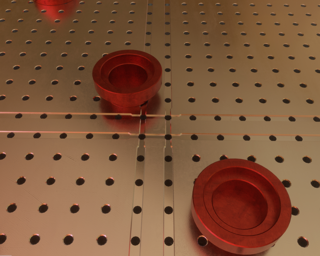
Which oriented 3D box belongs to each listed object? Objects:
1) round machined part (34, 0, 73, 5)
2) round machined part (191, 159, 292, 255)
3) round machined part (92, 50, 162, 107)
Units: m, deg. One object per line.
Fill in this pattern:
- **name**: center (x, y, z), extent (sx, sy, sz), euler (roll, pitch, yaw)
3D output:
- **round machined part**: center (-0.222, -0.300, 0.646), extent (0.099, 0.042, 0.098), euler (0, 50, 0)
- **round machined part**: center (0.082, 0.084, 0.327), extent (0.099, 0.042, 0.098), euler (0, 50, 0)
- **round machined part**: center (-0.046, -0.068, 0.454), extent (0.099, 0.042, 0.098), euler (0, 50, 0)
